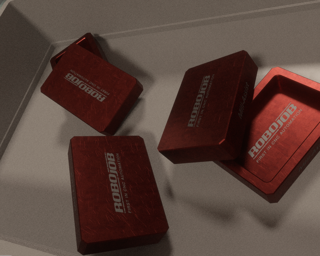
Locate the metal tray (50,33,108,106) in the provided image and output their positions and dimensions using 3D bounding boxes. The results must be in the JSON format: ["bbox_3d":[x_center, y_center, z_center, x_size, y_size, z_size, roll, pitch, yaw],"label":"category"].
[{"bbox_3d":[-0.133,-0.098,0.529,0.090,0.030,0.130,-33,52,6],"label":"metal tray"}]

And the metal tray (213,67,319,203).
[{"bbox_3d":[0.124,0.003,0.335,0.130,0.030,0.090,-48,52,-6],"label":"metal tray"}]

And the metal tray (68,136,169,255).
[{"bbox_3d":[-0.052,0.068,0.352,0.091,0.030,0.130,0,49,-24],"label":"metal tray"}]

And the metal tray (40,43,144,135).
[{"bbox_3d":[-0.102,-0.058,0.457,0.130,0.030,0.090,32,87,20],"label":"metal tray"}]

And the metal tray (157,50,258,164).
[{"bbox_3d":[0.057,-0.024,0.360,0.090,0.030,0.130,-11,48,43],"label":"metal tray"}]
